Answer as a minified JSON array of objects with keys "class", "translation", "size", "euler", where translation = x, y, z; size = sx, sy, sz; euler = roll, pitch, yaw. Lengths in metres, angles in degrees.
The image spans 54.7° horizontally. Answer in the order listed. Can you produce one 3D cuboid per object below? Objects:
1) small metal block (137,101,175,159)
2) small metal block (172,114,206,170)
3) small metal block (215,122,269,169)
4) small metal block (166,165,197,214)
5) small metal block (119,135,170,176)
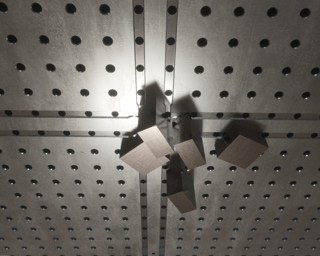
[{"class":"small metal block","translation":[-0.005,0.002,0.397],"size":[0.025,0.050,0.050],"euler":[-22,127,17]},{"class":"small metal block","translation":[0.038,0.018,0.412],"size":[0.025,0.050,0.050],"euler":[-20,128,16]},{"class":"small metal block","translation":[0.114,0.026,0.436],"size":[0.050,0.025,0.050],"euler":[23,126,-19]},{"class":"small metal block","translation":[0.033,0.095,0.477],"size":[0.025,0.050,0.050],"euler":[-22,127,17]},{"class":"small metal block","translation":[-0.021,0.036,0.442],"size":[0.050,0.025,0.050],"euler":[-34,123,25]}]
